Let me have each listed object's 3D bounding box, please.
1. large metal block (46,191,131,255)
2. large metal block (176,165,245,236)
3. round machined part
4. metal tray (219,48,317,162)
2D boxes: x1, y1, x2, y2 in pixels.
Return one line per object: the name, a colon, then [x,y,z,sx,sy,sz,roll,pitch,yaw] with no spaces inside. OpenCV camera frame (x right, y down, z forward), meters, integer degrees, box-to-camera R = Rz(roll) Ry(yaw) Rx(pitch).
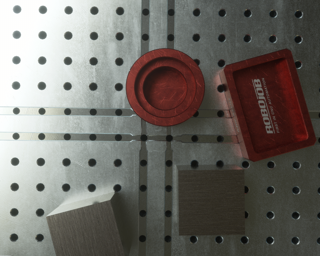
large metal block: [-0.089,0.136,0.400,0.080,0.050,0.080,-15,90,0]
large metal block: [0.063,0.090,0.401,0.081,0.050,0.080,-1,90,0]
round machined part: [0.007,-0.051,0.405,0.099,0.042,0.097,0,90,0]
metal tray: [0.141,-0.029,0.411,0.090,0.030,0.129,-16,90,0]
